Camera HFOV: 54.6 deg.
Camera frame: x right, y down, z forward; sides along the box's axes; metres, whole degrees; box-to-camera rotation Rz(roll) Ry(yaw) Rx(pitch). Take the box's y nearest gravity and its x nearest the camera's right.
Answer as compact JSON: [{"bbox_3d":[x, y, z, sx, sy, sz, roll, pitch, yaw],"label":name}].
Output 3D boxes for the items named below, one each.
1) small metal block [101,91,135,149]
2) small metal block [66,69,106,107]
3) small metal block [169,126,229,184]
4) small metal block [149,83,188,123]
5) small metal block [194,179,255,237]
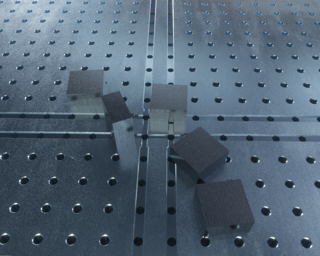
[{"bbox_3d":[-0.054,-0.011,0.400,0.025,0.050,0.050,-18,52,-14],"label":"small metal block"},{"bbox_3d":[-0.107,-0.059,0.457,0.050,0.025,0.050,-4,50,-3],"label":"small metal block"},{"bbox_3d":[0.047,0.032,0.381,0.050,0.025,0.050,-32,57,-24],"label":"small metal block"},{"bbox_3d":[0.013,-0.036,0.438,0.050,0.025,0.050,3,50,3],"label":"small metal block"},{"bbox_3d":[0.068,0.086,0.336,0.050,0.025,0.050,-6,50,-5],"label":"small metal block"}]
